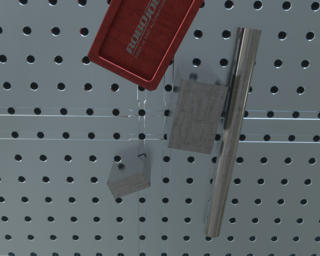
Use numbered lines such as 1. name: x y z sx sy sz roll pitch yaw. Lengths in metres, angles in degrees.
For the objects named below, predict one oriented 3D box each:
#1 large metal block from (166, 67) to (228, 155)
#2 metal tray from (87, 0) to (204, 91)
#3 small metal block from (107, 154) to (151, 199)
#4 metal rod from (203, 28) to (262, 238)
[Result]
1. large metal block: 0.040 -0.024 0.376 0.050 0.080 0.079 9 110 -4
2. metal tray: -0.017 -0.121 0.365 0.090 0.030 0.129 26 108 -10
3. small metal block: -0.041 0.066 0.424 0.050 0.050 0.025 -20 109 7
4. metal rod: 0.094 0.020 0.422 0.025 0.025 0.298 5 110 -3
